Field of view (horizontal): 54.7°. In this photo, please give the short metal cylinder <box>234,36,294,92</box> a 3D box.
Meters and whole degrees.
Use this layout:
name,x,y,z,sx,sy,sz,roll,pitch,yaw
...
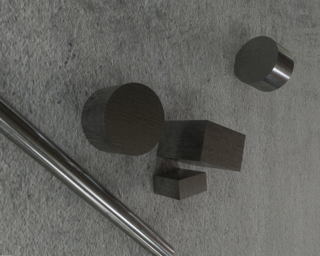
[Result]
name,x,y,z,sx,sy,sz,roll,pitch,yaw
short metal cylinder,0.172,-0.106,0.516,0.050,0.080,0.080,15,81,-40

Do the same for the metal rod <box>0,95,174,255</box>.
name,x,y,z,sx,sy,sz,roll,pitch,yaw
metal rod,-0.077,0.068,0.341,0.300,0.025,0.025,50,61,-29

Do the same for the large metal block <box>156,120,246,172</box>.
name,x,y,z,sx,sy,sz,roll,pitch,yaw
large metal block,0.055,0.024,0.418,0.080,0.080,0.050,18,79,-39

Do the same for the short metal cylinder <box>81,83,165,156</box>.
name,x,y,z,sx,sy,sz,roll,pitch,yaw
short metal cylinder,-0.041,-0.010,0.355,0.081,0.050,0.079,0,90,-40

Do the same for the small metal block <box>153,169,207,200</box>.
name,x,y,z,sx,sy,sz,roll,pitch,yaw
small metal block,0.027,0.073,0.413,0.050,0.050,0.025,-8,96,-40
